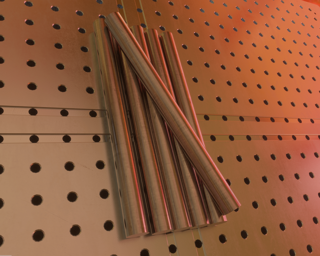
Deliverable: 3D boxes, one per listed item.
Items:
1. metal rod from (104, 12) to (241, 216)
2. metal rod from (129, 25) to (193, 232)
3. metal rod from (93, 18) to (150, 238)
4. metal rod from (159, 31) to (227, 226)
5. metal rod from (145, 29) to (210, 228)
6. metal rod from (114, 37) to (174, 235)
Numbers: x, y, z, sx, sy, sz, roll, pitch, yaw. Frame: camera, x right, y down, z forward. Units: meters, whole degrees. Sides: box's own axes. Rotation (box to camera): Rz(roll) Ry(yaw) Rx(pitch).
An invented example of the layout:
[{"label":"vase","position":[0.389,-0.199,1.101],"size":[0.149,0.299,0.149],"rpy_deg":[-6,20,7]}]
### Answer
[{"label":"metal rod","position":[0.009,-0.028,0.397],"size":[0.025,0.025,0.299],"rpy_deg":[-21,73,-36]},{"label":"metal rod","position":[-0.006,-0.017,0.414],"size":[0.025,0.025,0.299],"rpy_deg":[1,61,-28]},{"label":"metal rod","position":[-0.054,-0.019,0.389],"size":[0.025,0.025,0.299],"rpy_deg":[1,61,-28]},{"label":"metal rod","position":[0.039,-0.016,0.439],"size":[0.025,0.025,0.299],"rpy_deg":[1,61,-28]},{"label":"metal rod","position":[0.016,-0.016,0.427],"size":[0.025,0.025,0.299],"rpy_deg":[1,61,-28]},{"label":"metal rod","position":[-0.028,-0.018,0.402],"size":[0.025,0.025,0.299],"rpy_deg":[1,61,-28]}]
